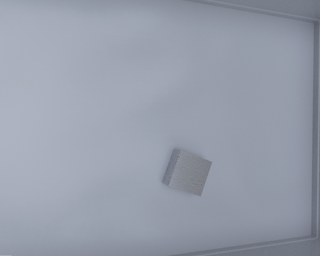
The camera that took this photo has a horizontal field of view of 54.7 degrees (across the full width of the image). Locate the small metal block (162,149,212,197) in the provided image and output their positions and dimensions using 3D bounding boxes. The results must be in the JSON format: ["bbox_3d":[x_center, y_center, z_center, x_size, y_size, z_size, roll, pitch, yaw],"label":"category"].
[{"bbox_3d":[0.037,0.061,0.426,0.050,0.025,0.050,22,83,-19],"label":"small metal block"}]
